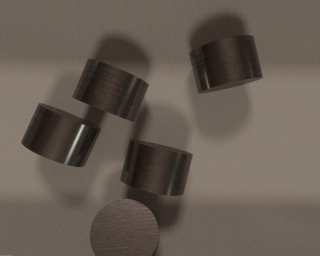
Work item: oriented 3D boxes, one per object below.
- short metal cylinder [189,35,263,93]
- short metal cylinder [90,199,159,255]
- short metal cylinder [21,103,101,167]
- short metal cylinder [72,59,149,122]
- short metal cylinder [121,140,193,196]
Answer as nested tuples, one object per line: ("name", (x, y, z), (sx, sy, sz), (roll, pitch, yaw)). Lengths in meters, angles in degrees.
("short metal cylinder", (0.081, -0.077, 0.385), (0.080, 0.080, 0.050), (-13, 90, 0))
("short metal cylinder", (-0.042, 0.132, 0.387), (0.081, 0.050, 0.080), (0, 71, 0))
("short metal cylinder", (-0.120, 0.008, 0.382), (0.080, 0.080, 0.050), (24, 90, -1))
("short metal cylinder", (-0.060, -0.045, 0.383), (0.080, 0.080, 0.050), (22, 90, -1))
("short metal cylinder", (-0.004, 0.047, 0.384), (0.080, 0.080, 0.050), (13, 90, -1))
